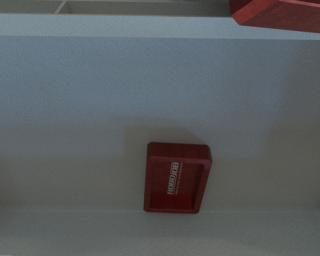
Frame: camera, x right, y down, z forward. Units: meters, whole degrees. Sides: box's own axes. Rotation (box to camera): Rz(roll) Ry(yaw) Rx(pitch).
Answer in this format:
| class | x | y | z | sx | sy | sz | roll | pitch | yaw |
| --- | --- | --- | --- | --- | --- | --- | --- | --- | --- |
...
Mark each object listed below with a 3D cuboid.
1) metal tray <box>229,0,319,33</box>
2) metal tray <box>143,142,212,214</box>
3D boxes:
| class | x | y | z | sx | sy | sz | roll | pitch | yaw |
| --- | --- | --- | --- | --- | --- | --- | --- | --- | --- |
| metal tray | 0.078 | -0.125 | 0.180 | 0.091 | 0.129 | 0.030 | -4 | 175 | -26 |
| metal tray | 0.023 | 0.080 | 0.474 | 0.091 | 0.030 | 0.129 | 3 | 130 | -3 |
